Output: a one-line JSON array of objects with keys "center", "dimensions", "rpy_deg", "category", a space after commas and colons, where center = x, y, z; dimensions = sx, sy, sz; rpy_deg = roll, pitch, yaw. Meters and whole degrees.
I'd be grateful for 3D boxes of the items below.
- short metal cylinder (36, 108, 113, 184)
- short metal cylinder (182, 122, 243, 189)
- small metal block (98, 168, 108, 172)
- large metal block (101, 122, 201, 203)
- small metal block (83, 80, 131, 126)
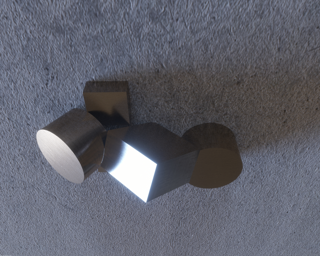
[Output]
[{"center": [-0.105, 0.022, 0.386], "dimensions": [0.080, 0.050, 0.079], "rpy_deg": [25, 137, 26], "category": "short metal cylinder"}, {"center": [0.068, 0.038, 0.426], "dimensions": [0.081, 0.050, 0.079], "rpy_deg": [0, 130, 0], "category": "short metal cylinder"}, {"center": [-0.062, 0.037, 0.439], "dimensions": [0.050, 0.025, 0.050], "rpy_deg": [2, 130, -3], "category": "small metal block"}, {"center": [-0.012, 0.036, 0.379], "dimensions": [0.081, 0.080, 0.050], "rpy_deg": [-13, 125, -48], "category": "large metal block"}, {"center": [-0.063, -0.030, 0.382], "dimensions": [0.050, 0.025, 0.050], "rpy_deg": [-1, 130, 0], "category": "small metal block"}]
